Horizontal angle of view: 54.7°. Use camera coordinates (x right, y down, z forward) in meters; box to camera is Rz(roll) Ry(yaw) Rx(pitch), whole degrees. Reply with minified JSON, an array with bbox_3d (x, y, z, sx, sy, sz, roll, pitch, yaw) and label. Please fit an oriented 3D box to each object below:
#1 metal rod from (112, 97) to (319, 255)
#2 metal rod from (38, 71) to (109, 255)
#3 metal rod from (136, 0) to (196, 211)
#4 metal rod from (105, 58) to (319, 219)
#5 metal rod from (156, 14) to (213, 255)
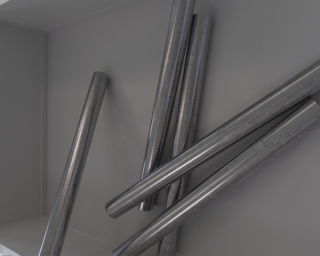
[{"bbox_3d":[0.048,0.074,0.344,0.299,0.025,0.025,-43,64,23],"label":"metal rod"},{"bbox_3d":[-0.116,0.052,0.423,0.025,0.025,0.299,-12,57,39],"label":"metal rod"},{"bbox_3d":[0.006,-0.033,0.384,0.025,0.025,0.298,24,110,37],"label":"metal rod"},{"bbox_3d":[0.046,0.027,0.343,0.299,0.025,0.025,-37,67,25],"label":"metal rod"},{"bbox_3d":[0.029,0.015,0.383,0.025,0.025,0.298,14,99,39],"label":"metal rod"}]
